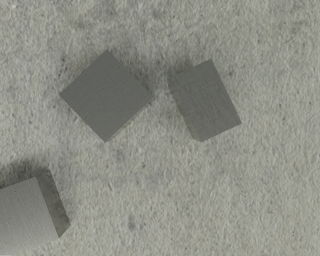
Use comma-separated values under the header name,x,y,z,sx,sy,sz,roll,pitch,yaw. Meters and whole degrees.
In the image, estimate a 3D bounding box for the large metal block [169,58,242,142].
name,x,y,z,sx,sy,sz,roll,pitch,yaw
large metal block,0.051,-0.031,0.383,0.050,0.080,0.080,-25,90,0

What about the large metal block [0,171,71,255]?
name,x,y,z,sx,sy,sz,roll,pitch,yaw
large metal block,-0.173,0.109,0.395,0.080,0.050,0.080,-20,90,-1

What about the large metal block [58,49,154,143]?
name,x,y,z,sx,sy,sz,roll,pitch,yaw
large metal block,-0.065,-0.039,0.397,0.080,0.050,0.080,-43,91,0
